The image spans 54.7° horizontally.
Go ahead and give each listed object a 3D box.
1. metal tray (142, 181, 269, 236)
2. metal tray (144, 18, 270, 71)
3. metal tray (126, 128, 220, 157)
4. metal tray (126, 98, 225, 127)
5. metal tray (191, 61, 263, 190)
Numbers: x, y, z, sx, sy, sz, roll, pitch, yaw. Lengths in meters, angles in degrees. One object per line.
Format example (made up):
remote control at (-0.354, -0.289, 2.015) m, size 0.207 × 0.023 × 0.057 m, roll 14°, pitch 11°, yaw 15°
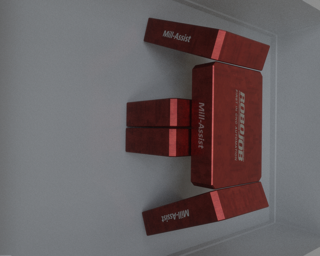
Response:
metal tray at (0.051, 0.099, 0.378) m, size 0.091 × 0.130 × 0.030 m, roll 1°, pitch 68°, yaw -41°
metal tray at (0.053, -0.104, 0.379) m, size 0.091 × 0.130 × 0.030 m, roll 1°, pitch 110°, yaw -40°
metal tray at (0.034, 0.016, 0.392) m, size 0.131 × 0.090 × 0.030 m, roll 1°, pitch 90°, yaw -40°
metal tray at (0.035, -0.016, 0.392) m, size 0.131 × 0.090 × 0.030 m, roll 1°, pitch 90°, yaw -40°
metal tray at (0.077, -0.002, 0.348) m, size 0.091 × 0.030 × 0.129 m, roll 1°, pitch 89°, yaw -41°
